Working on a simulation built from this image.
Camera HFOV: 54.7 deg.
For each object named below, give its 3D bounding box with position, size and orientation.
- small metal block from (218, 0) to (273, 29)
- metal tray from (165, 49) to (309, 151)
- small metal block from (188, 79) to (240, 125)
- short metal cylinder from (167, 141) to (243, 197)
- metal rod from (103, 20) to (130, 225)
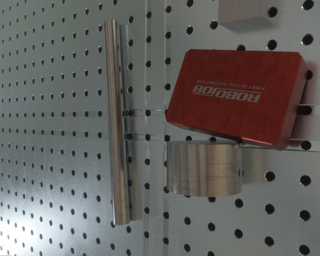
[{"bbox_3d":[0.092,-0.138,0.333,0.050,0.025,0.050,4,93,39],"label":"small metal block"},{"bbox_3d":[0.076,-0.035,0.328,0.130,0.030,0.090,13,83,39],"label":"metal tray"},{"bbox_3d":[0.060,-0.029,0.359,0.050,0.025,0.050,15,99,38],"label":"small metal block"},{"bbox_3d":[0.047,0.040,0.333,0.080,0.081,0.050,1,91,39],"label":"short metal cylinder"},{"bbox_3d":[-0.065,-0.010,0.460,0.025,0.025,0.298,-6,86,39],"label":"metal rod"}]
